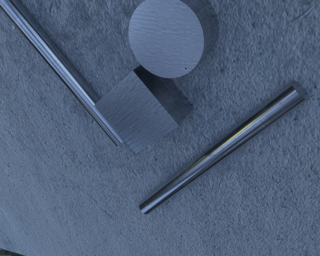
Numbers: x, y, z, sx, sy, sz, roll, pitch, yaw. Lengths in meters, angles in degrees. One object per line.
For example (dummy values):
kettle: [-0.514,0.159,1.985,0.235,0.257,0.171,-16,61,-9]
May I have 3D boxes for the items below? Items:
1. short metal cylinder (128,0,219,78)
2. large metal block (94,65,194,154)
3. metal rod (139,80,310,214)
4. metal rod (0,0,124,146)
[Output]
short metal cylinder: [0.015,-0.098,0.322,0.080,0.050,0.079,13,124,21]
large metal block: [-0.020,-0.027,0.384,0.080,0.050,0.080,-34,100,38]
metal rod: [0.059,0.044,0.403,0.025,0.025,0.298,43,129,-2]
metal rod: [-0.146,-0.097,0.423,0.025,0.025,0.300,-32,101,38]
